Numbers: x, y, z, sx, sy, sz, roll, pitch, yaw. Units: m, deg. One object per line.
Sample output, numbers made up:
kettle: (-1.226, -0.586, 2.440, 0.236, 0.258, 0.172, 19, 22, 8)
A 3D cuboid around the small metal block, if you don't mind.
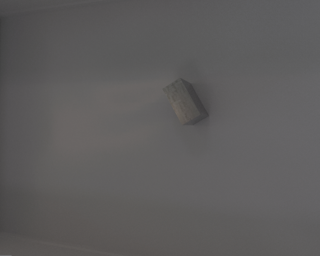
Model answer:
small metal block: (0.033, -0.031, 0.386, 0.025, 0.050, 0.050, -31, 80, 17)
